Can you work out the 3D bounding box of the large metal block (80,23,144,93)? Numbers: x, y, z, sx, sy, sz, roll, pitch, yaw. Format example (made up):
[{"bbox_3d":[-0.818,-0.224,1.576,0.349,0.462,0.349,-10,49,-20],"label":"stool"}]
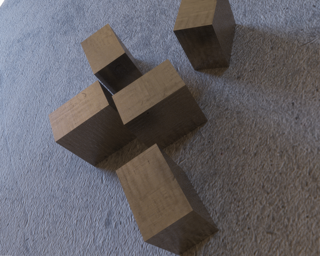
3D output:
[{"bbox_3d":[-0.064,-0.093,0.459,0.050,0.080,0.080,-34,51,6],"label":"large metal block"}]

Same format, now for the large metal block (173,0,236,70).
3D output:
[{"bbox_3d":[0.064,-0.137,0.419,0.050,0.080,0.080,0,62,28],"label":"large metal block"}]

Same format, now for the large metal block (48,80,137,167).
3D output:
[{"bbox_3d":[-0.086,-0.004,0.416,0.080,0.080,0.050,-34,51,6],"label":"large metal block"}]

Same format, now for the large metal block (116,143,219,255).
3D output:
[{"bbox_3d":[0.008,0.075,0.318,0.050,0.080,0.080,-35,51,5],"label":"large metal block"}]

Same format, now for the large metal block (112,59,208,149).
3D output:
[{"bbox_3d":[0.002,-0.024,0.382,0.080,0.080,0.050,-33,52,7],"label":"large metal block"}]
